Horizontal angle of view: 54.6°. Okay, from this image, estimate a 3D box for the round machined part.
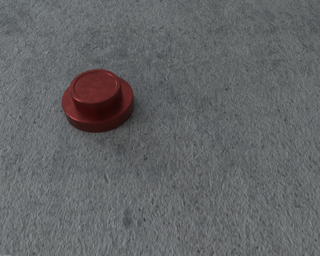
[{"bbox_3d":[-0.086,-0.044,0.429,0.099,0.042,0.098,0,50,0],"label":"round machined part"}]
